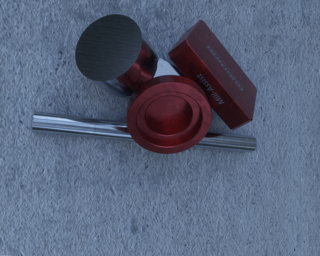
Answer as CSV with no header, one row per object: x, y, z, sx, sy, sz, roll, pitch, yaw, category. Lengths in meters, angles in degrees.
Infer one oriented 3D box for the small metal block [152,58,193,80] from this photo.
0.008,-0.062,0.398,0.050,0.050,0.025,25,82,-19,small metal block

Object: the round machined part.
0.010,-0.019,0.372,0.099,0.042,0.097,-3,124,-4,round machined part

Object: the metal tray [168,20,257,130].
0.075,-0.071,0.408,0.130,0.030,0.090,47,37,-14,metal tray

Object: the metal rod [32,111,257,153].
-0.005,0.008,0.409,0.302,0.025,0.025,6,88,-20,metal rod

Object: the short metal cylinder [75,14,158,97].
-0.049,-0.082,0.358,0.080,0.050,0.080,-5,74,18,short metal cylinder
